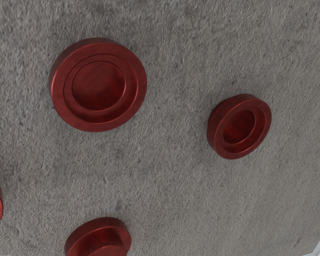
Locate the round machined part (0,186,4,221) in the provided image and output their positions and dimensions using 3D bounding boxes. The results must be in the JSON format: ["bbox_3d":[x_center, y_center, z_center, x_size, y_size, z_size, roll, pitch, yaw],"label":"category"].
[{"bbox_3d":[-0.220,0.078,0.324,0.099,0.042,0.097,-14,124,-21],"label":"round machined part"}]

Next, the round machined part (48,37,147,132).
[{"bbox_3d":[-0.067,-0.048,0.330,0.099,0.042,0.097,-14,124,-21],"label":"round machined part"}]

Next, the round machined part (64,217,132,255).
[{"bbox_3d":[-0.088,0.185,0.462,0.099,0.042,0.097,-14,124,-21],"label":"round machined part"}]

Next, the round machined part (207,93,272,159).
[{"bbox_3d":[0.110,-0.006,0.452,0.099,0.042,0.097,-14,124,-21],"label":"round machined part"}]
